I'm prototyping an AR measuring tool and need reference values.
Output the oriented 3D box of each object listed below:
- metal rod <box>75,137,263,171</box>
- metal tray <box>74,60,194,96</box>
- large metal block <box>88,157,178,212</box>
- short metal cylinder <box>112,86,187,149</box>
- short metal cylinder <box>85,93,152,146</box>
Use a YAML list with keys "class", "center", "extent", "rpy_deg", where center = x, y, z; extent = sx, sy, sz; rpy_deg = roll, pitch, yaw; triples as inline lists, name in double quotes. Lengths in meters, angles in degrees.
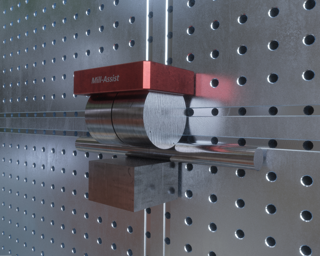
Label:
- class: "metal rod"
  center: [-0.014, 0.029, 0.415]
  extent: [0.300, 0.025, 0.025]
  rpy_deg: [2, 91, 40]
- class: "metal tray"
  center: [-0.034, -0.056, 0.390]
  extent: [0.130, 0.091, 0.030]
  rpy_deg: [2, 91, 40]
- class: "large metal block"
  center: [-0.033, 0.067, 0.395]
  extent: [0.080, 0.081, 0.050]
  rpy_deg: [1, 91, 40]
- class: "short metal cylinder"
  center: [-0.011, -0.016, 0.379]
  extent: [0.050, 0.081, 0.079]
  rpy_deg: [2, 92, 40]
- class: "short metal cylinder"
  center: [-0.051, -0.016, 0.412]
  extent: [0.050, 0.081, 0.079]
  rpy_deg: [1, 91, 40]
